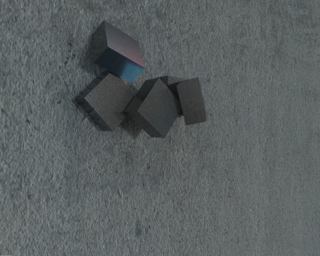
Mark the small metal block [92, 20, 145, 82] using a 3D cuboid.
[{"bbox_3d":[-0.048,-0.087,0.352,0.050,0.025,0.050,24,38,-38],"label":"small metal block"}]

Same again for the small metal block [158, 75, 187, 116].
[{"bbox_3d":[0.021,-0.042,0.426,0.050,0.025,0.050,2,89,-40],"label":"small metal block"}]

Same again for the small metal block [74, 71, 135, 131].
[{"bbox_3d":[-0.060,-0.031,0.357,0.050,0.025,0.050,-52,121,-27],"label":"small metal block"}]

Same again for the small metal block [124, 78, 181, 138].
[{"bbox_3d":[-0.006,-0.023,0.369,0.050,0.025,0.050,45,63,-31],"label":"small metal block"}]

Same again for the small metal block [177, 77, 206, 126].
[{"bbox_3d":[0.041,-0.035,0.394,0.050,0.025,0.050,-60,137,-73],"label":"small metal block"}]
